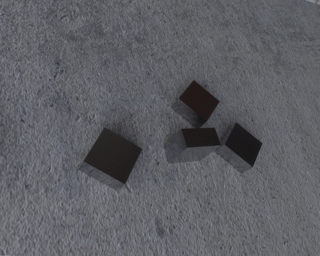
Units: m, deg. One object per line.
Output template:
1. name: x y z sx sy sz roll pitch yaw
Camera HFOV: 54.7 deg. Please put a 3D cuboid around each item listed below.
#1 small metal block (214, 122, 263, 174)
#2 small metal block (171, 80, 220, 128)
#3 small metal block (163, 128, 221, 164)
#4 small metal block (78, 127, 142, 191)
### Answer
1. small metal block: 0.114 0.028 0.447 0.050 0.025 0.050 39 51 -2
2. small metal block: 0.052 -0.034 0.452 0.050 0.025 0.050 39 51 -2
3. small metal block: 0.040 0.023 0.395 0.050 0.050 0.025 -2 63 -29
4. small metal block: -0.056 0.035 0.352 0.050 0.025 0.050 31 52 -8
